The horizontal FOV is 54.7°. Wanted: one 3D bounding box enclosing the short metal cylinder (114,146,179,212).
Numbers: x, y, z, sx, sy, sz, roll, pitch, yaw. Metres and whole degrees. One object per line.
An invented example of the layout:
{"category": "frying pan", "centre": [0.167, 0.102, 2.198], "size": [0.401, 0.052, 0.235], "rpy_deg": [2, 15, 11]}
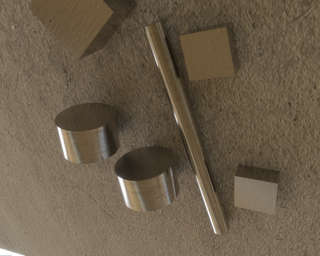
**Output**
{"category": "short metal cylinder", "centre": [-0.017, 0.067, 0.422], "size": [0.080, 0.080, 0.050], "rpy_deg": [3, 120, 26]}

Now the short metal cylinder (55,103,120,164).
{"category": "short metal cylinder", "centre": [-0.098, 0.005, 0.426], "size": [0.080, 0.080, 0.050], "rpy_deg": [11, 123, 22]}

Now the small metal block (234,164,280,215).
{"category": "small metal block", "centre": [0.122, 0.077, 0.391], "size": [0.050, 0.025, 0.050], "rpy_deg": [7, 122, 24]}

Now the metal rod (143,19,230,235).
{"category": "metal rod", "centre": [0.041, 0.015, 0.394], "size": [0.025, 0.025, 0.298], "rpy_deg": [-7, 115, 31]}

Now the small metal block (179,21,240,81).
{"category": "small metal block", "centre": [0.054, -0.081, 0.329], "size": [0.050, 0.025, 0.050], "rpy_deg": [-2, 117, 29]}

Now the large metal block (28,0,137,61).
{"category": "large metal block", "centre": [-0.088, -0.138, 0.351], "size": [0.080, 0.050, 0.080], "rpy_deg": [48, 129, -6]}
